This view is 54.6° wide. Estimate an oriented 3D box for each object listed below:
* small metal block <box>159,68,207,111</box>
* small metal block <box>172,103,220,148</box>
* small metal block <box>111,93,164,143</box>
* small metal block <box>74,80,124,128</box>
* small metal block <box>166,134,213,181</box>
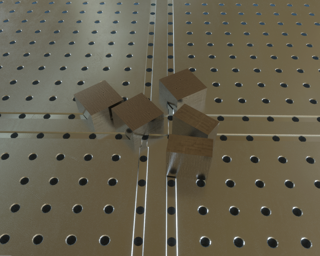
[{"bbox_3d":[0.033,-0.056,0.455,0.050,0.025,0.050,-24,54,-19],"label":"small metal block"},{"bbox_3d":[0.043,0.005,0.388,0.050,0.050,0.025,31,57,23],"label":"small metal block"},{"bbox_3d":[-0.030,-0.015,0.420,0.050,0.025,0.050,-31,57,-23],"label":"small metal block"},{"bbox_3d":[-0.085,-0.035,0.437,0.050,0.025,0.050,-30,56,-23],"label":"small metal block"},{"bbox_3d":[0.034,0.035,0.362,0.050,0.050,0.025,7,51,5],"label":"small metal block"}]
